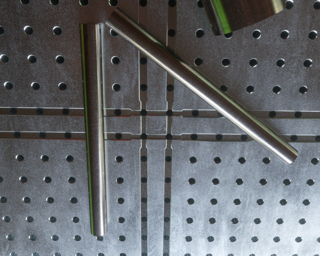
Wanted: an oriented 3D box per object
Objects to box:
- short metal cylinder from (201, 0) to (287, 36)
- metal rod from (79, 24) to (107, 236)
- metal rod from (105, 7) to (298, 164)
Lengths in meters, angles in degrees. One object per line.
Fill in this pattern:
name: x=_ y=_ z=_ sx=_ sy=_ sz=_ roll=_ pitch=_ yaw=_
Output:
short metal cylinder: x=0.088 y=-0.140 z=0.333 sx=0.080 sy=0.080 sz=0.050 roll=-22 pitch=109 yaw=8
metal rod: x=-0.088 y=0.016 z=0.418 sx=0.025 sy=0.025 sz=0.298 roll=2 pitch=110 yaw=-1
metal rod: x=0.062 y=-0.046 z=0.396 sx=0.301 sy=0.025 sz=0.025 roll=36 pitch=106 yaw=-13
